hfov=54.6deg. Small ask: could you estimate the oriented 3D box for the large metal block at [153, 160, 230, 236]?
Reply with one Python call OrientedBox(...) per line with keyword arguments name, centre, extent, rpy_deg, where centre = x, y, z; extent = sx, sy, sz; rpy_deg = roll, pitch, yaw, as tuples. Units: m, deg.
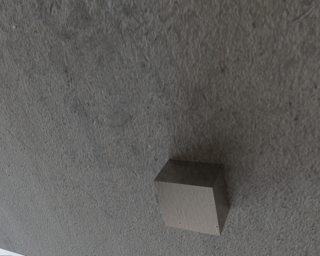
OrientedBox(name="large metal block", centre=(0.046, 0.093, 0.425), extent=(0.080, 0.050, 0.080), rpy_deg=(2, 119, 27))
